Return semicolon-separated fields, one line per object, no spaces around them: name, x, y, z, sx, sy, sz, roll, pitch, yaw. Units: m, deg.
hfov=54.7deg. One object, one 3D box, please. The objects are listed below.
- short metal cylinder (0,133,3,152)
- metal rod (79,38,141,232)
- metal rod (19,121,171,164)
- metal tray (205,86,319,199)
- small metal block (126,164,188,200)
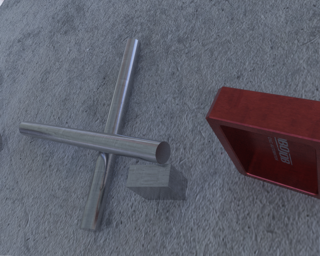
short metal cylinder;-0.319;0.023;0.522;0.050;0.080;0.080;20;72;35
metal rod;-0.064;-0.008;0.442;0.025;0.025;0.299;-6;59;25
metal rod;-0.111;0.014;0.427;0.300;0.025;0.025;6;65;40
metal tray;0.103;0.018;0.271;0.090;0.130;0.030;15;70;34
small metal block;-0.002;0.062;0.351;0.050;0.050;0.025;-6;60;25
